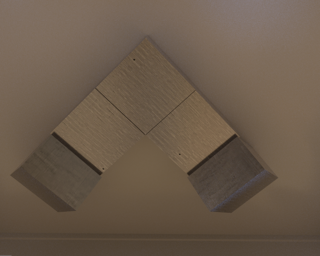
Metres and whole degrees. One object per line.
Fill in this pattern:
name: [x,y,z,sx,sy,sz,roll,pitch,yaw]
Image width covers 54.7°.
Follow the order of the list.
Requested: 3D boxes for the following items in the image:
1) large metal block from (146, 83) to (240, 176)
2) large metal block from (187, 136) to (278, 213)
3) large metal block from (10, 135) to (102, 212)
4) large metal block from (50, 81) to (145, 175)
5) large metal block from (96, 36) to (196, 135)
large metal block: [0.040,0.001,0.397,0.080,0.050,0.080,-42,105,14]
large metal block: [0.095,0.064,0.398,0.080,0.050,0.080,-42,148,14]
large metal block: [-0.134,0.061,0.394,0.080,0.050,0.080,44,147,-15]
large metal block: [-0.075,-0.001,0.395,0.080,0.050,0.080,-42,105,14]
large metal block: [-0.016,-0.053,0.376,0.080,0.050,0.080,-42,105,14]
